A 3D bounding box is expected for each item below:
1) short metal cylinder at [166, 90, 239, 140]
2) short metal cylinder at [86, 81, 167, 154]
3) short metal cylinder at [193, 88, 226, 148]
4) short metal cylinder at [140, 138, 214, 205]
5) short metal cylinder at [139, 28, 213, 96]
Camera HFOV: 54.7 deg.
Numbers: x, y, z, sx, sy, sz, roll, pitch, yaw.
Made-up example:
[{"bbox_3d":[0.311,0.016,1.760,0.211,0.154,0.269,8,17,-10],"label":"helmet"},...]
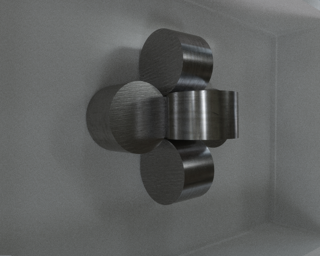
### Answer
[{"bbox_3d":[0.048,-0.014,0.351,0.081,0.080,0.050,-2,91,-40],"label":"short metal cylinder"},{"bbox_3d":[-0.037,-0.012,0.357,0.081,0.050,0.080,0,90,-40],"label":"short metal cylinder"},{"bbox_3d":[0.057,-0.013,0.435,0.081,0.050,0.080,0,90,-40],"label":"short metal cylinder"},{"bbox_3d":[0.020,0.051,0.385,0.050,0.080,0.079,-3,92,-41],"label":"short metal cylinder"},{"bbox_3d":[0.018,-0.078,0.383,0.050,0.080,0.079,-3,92,-41],"label":"short metal cylinder"}]
